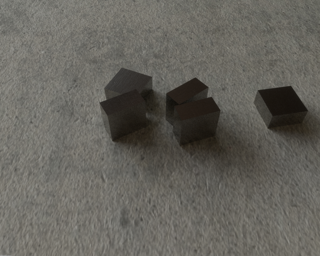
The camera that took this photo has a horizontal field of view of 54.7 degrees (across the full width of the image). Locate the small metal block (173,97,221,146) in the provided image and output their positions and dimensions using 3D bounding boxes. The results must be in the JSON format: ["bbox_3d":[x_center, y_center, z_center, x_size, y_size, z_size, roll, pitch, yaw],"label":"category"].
[{"bbox_3d":[0.045,-0.008,0.394,0.050,0.050,0.025,-15,52,-13],"label":"small metal block"}]

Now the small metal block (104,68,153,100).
[{"bbox_3d":[-0.045,-0.057,0.451,0.050,0.025,0.050,20,53,15],"label":"small metal block"}]

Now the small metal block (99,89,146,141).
[{"bbox_3d":[-0.046,-0.016,0.400,0.050,0.050,0.025,-23,54,-19],"label":"small metal block"}]

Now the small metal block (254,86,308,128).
[{"bbox_3d":[0.166,-0.030,0.430,0.050,0.025,0.050,-8,51,-7],"label":"small metal block"}]

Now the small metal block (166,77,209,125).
[{"bbox_3d":[0.035,-0.032,0.415,0.050,0.050,0.025,-31,57,-24],"label":"small metal block"}]
